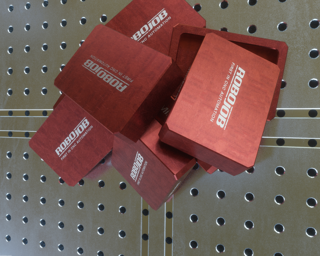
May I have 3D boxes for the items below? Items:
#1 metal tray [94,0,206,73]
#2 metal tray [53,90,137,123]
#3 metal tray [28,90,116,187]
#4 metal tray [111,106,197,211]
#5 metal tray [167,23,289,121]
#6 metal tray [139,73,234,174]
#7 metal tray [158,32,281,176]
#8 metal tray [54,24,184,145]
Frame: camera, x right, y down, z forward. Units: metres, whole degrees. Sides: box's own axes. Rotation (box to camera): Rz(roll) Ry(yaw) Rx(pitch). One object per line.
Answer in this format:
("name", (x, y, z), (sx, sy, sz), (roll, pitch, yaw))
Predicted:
("metal tray", (-0.017, -0.114, 0.396), (0.130, 0.030, 0.090), (-42, 79, 0))
("metal tray", (-0.082, -0.049, 0.439), (0.090, 0.030, 0.130), (41, 102, 15))
("metal tray", (-0.111, 0.010, 0.426), (0.090, 0.030, 0.130), (46, 116, -2))
("metal tray", (-0.015, 0.041, 0.369), (0.030, 0.129, 0.090), (-38, 75, -27))
("metal tray", (0.072, -0.063, 0.361), (0.131, 0.030, 0.090), (10, 93, -1))
("metal tray", (0.033, -0.008, 0.368), (0.130, 0.090, 0.030), (46, 105, 15))
("metal tray", (0.065, -0.028, 0.320), (0.090, 0.030, 0.130), (26, 63, -3))
("metal tray", (-0.049, -0.052, 0.334), (0.130, 0.030, 0.090), (35, 87, 36))
